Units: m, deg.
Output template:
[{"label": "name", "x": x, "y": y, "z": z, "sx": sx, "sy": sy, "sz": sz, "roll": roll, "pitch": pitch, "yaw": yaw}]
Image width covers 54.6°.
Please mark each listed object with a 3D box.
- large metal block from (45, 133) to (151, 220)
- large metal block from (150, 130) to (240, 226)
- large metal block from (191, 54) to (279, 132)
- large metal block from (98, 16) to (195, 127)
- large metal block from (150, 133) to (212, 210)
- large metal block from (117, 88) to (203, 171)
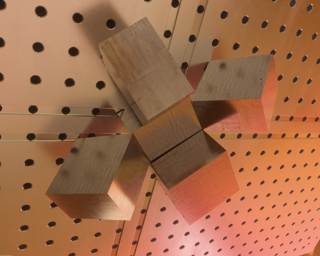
[{"label": "large metal block", "x": -0.067, "y": 0.055, "z": 0.353, "sx": 0.080, "sy": 0.080, "sz": 0.050, "roll": -6, "pitch": 133, "yaw": 25}, {"label": "large metal block", "x": 0.046, "y": 0.063, "z": 0.392, "sx": 0.080, "sy": 0.050, "sz": 0.080, "roll": -33, "pitch": 130, "yaw": -8}, {"label": "large metal block", "x": 0.094, "y": -0.042, "z": 0.380, "sx": 0.080, "sy": 0.080, "sz": 0.050, "roll": -63, "pitch": 140, "yaw": -36}, {"label": "large metal block", "x": -0.015, "y": -0.051, "z": 0.315, "sx": 0.050, "sy": 0.080, "sz": 0.080, "roll": -33, "pitch": 90, "yaw": -7}, {"label": "large metal block", "x": 0.034, "y": 0.057, "z": 0.447, "sx": 0.080, "sy": 0.050, "sz": 0.080, "roll": -33, "pitch": 128, "yaw": -8}, {"label": "large metal block", "x": 0.005, "y": 0.000, "z": 0.397, "sx": 0.080, "sy": 0.050, "sz": 0.080, "roll": -33, "pitch": 129, "yaw": -7}]
